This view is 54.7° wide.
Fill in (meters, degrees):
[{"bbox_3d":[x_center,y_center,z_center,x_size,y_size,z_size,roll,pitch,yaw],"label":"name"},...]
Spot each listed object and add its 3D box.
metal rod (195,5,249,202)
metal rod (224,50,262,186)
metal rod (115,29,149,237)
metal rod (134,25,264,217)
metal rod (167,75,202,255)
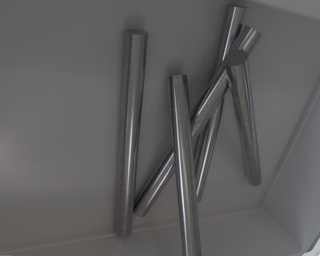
[{"bbox_3d":[0.075,-0.015,0.439,0.025,0.025,0.298,-6,121,-25],"label":"metal rod"},{"bbox_3d":[0.127,0.009,0.446,0.025,0.025,0.299,-35,140,-5],"label":"metal rod"},{"bbox_3d":[-0.040,0.027,0.403,0.025,0.025,0.298,-8,122,-25],"label":"metal rod"},{"bbox_3d":[0.039,0.006,0.414,0.025,0.025,0.298,15,116,-34],"label":"metal rod"},{"bbox_3d":[0.035,0.083,0.400,0.025,0.025,0.298,-8,97,-24],"label":"metal rod"}]
